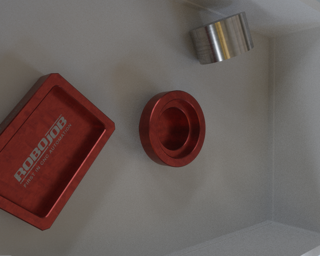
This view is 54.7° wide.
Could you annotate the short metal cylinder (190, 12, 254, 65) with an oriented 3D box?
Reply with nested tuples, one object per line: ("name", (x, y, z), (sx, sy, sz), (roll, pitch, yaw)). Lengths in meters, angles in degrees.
("short metal cylinder", (0.089, -0.129, 0.448), (0.081, 0.080, 0.050), (-33, 111, -36))

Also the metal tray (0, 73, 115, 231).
("metal tray", (-0.114, 0.022, 0.308), (0.090, 0.030, 0.130), (45, 63, -31))

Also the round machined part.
("round machined part", (0.012, 0.001, 0.407), (0.099, 0.042, 0.097), (0, 90, -40))
